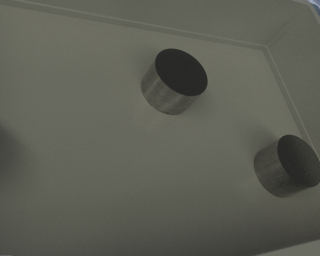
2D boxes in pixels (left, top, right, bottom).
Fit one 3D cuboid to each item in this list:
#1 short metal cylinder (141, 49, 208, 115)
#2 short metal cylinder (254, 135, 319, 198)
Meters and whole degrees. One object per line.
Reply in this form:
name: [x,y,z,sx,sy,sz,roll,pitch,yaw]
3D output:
short metal cylinder: [0.020,-0.065,0.440,0.081,0.050,0.080,14,56,-21]
short metal cylinder: [0.187,0.057,0.455,0.081,0.050,0.080,14,56,-21]
